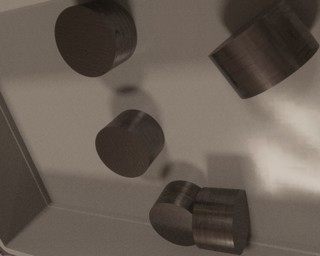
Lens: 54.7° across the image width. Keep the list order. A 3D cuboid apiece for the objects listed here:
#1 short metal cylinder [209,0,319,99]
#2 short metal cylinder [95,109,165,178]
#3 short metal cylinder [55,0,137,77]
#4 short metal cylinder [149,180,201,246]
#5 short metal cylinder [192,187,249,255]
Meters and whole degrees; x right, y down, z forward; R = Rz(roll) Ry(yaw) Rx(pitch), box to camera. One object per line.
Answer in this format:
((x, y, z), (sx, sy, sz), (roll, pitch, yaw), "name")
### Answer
((0.092, -0.071, 0.281), (0.080, 0.080, 0.050), (-33, 100, 38), "short metal cylinder")
((-0.040, 0.021, 0.425), (0.080, 0.050, 0.079), (13, 124, 20), "short metal cylinder")
((-0.074, -0.106, 0.364), (0.080, 0.050, 0.079), (13, 124, 20), "short metal cylinder")
((0.031, 0.124, 0.451), (0.080, 0.050, 0.079), (13, 124, 20), "short metal cylinder")
((0.081, 0.119, 0.403), (0.050, 0.080, 0.080), (-2, 118, 29), "short metal cylinder")
